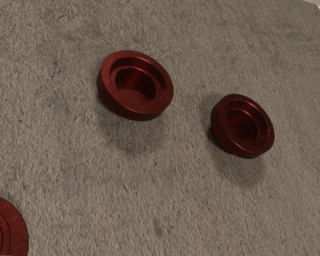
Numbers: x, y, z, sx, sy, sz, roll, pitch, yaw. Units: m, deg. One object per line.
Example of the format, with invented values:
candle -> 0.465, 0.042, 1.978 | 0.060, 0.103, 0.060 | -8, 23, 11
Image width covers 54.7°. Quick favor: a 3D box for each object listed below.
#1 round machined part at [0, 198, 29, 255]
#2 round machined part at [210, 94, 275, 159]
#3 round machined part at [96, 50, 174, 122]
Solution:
round machined part -> -0.158, 0.098, 0.248 | 0.099, 0.042, 0.098 | 14, 56, -21
round machined part -> 0.116, 0.001, 0.457 | 0.099, 0.042, 0.098 | 14, 56, -21
round machined part -> -0.035, -0.051, 0.406 | 0.099, 0.042, 0.098 | 14, 56, -21
